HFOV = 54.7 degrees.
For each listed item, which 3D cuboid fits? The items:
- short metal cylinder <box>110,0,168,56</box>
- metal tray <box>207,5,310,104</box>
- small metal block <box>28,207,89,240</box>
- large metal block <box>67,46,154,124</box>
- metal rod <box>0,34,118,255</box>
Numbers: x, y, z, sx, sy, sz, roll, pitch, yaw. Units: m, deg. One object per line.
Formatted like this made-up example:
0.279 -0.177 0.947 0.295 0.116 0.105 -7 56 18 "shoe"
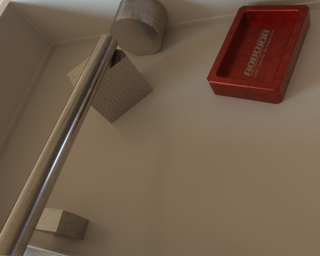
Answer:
-0.032 -0.159 0.483 0.080 0.080 0.050 0 62 28 "short metal cylinder"
0.127 -0.098 0.395 0.090 0.030 0.130 14 69 33 "metal tray"
-0.126 0.118 0.382 0.050 0.050 0.025 -3 61 26 "small metal block"
-0.069 -0.065 0.445 0.080 0.080 0.050 -38 51 2 "large metal block"
-0.100 0.007 0.321 0.025 0.025 0.300 -4 51 26 "metal rod"
